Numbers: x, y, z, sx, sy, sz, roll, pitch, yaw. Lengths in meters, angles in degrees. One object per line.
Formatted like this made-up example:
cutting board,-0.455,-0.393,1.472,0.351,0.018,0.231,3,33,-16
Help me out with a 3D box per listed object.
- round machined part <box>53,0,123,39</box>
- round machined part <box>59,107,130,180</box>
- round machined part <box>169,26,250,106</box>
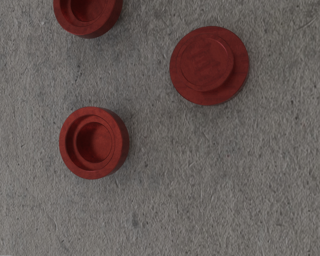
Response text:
round machined part,-0.096,-0.173,0.434,0.098,0.042,0.097,0,90,20
round machined part,-0.086,0.020,0.430,0.098,0.042,0.097,0,90,20
round machined part,0.058,-0.077,0.379,0.098,0.042,0.097,0,90,20
